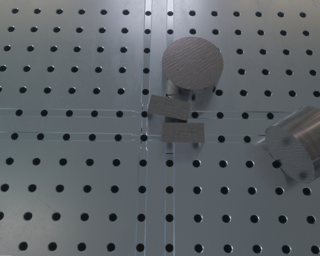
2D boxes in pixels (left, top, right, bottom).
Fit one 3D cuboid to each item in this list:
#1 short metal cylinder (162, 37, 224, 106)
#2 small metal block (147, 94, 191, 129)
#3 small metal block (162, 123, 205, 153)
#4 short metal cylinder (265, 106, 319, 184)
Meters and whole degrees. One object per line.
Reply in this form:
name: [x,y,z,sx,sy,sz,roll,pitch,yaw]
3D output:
short metal cylinder: [0.043,-0.077,0.427,0.081,0.050,0.080,0,70,0]
small metal block: [0.011,-0.017,0.405,0.050,0.050,0.025,12,71,4]
small metal block: [0.028,0.014,0.394,0.050,0.050,0.025,0,70,0]
short metal cylinder: [0.175,0.020,0.376,0.050,0.080,0.080,-29,73,-10]
